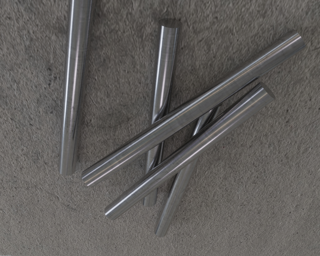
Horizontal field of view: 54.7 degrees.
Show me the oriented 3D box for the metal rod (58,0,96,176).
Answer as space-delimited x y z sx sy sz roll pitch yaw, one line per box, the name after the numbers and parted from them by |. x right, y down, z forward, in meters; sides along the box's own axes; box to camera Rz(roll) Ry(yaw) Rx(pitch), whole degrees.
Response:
-0.100 -0.049 0.363 0.025 0.025 0.298 11 129 -9 | metal rod

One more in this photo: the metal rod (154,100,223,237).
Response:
0.033 0.077 0.472 0.025 0.025 0.298 9 130 -8 | metal rod

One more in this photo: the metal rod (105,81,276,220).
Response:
0.021 0.046 0.411 0.025 0.025 0.299 33 123 -25 | metal rod

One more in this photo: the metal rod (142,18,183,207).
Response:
-0.004 0.006 0.411 0.025 0.025 0.298 4 130 -4 | metal rod

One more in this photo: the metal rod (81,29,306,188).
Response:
0.027 -0.014 0.367 0.300 0.025 0.025 -34 123 15 | metal rod
